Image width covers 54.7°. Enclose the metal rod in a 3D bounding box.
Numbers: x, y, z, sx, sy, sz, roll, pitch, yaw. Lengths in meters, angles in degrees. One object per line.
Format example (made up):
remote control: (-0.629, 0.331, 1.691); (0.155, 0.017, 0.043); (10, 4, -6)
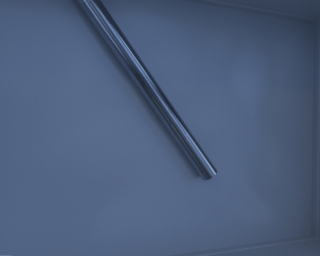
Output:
metal rod: (-0.014, -0.053, 0.405); (0.025, 0.025, 0.299); (-39, 103, -16)
